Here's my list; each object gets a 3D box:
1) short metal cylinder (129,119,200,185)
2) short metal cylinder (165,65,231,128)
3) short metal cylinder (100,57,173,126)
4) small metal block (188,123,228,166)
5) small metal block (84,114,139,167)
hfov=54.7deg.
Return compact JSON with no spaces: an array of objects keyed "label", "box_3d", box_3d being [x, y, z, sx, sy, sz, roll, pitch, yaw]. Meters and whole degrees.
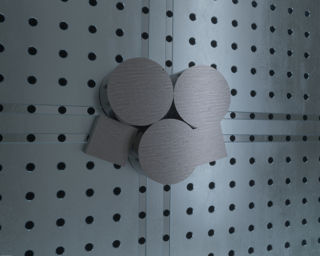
[{"label":"short metal cylinder","box_3d":[0.004,0.028,0.397,0.081,0.050,0.079,0,90,-20]},{"label":"short metal cylinder","box_3d":[0.046,-0.040,0.412,0.081,0.050,0.079,0,90,-20]},{"label":"short metal cylinder","box_3d":[-0.030,-0.043,0.384,0.081,0.050,0.079,0,90,-20]},{"label":"small metal block","box_3d":[0.061,0.022,0.432,0.050,0.025,0.050,-15,95,-20]},{"label":"small metal block","box_3d":[-0.061,0.016,0.386,0.050,0.025,0.050,22,83,-19]}]
